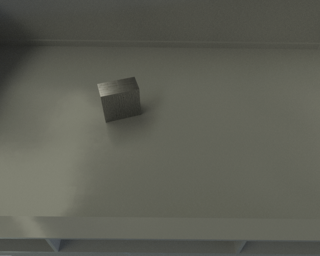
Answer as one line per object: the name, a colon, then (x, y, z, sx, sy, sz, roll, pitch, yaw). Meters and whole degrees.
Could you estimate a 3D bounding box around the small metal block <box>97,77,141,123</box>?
small metal block: (-0.054, -0.038, 0.420, 0.050, 0.050, 0.025, -13, 52, -11)
